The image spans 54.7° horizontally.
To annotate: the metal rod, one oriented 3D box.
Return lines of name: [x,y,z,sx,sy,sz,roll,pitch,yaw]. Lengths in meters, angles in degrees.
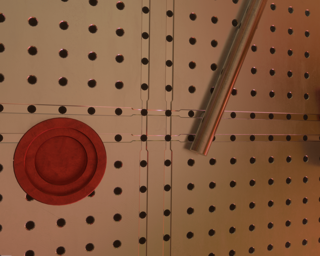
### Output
metal rod: [0.111,-0.102,0.453,0.025,0.025,0.299,26,82,-18]

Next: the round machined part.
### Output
round machined part: [-0.115,0.037,0.361,0.099,0.042,0.097,0,90,-20]
